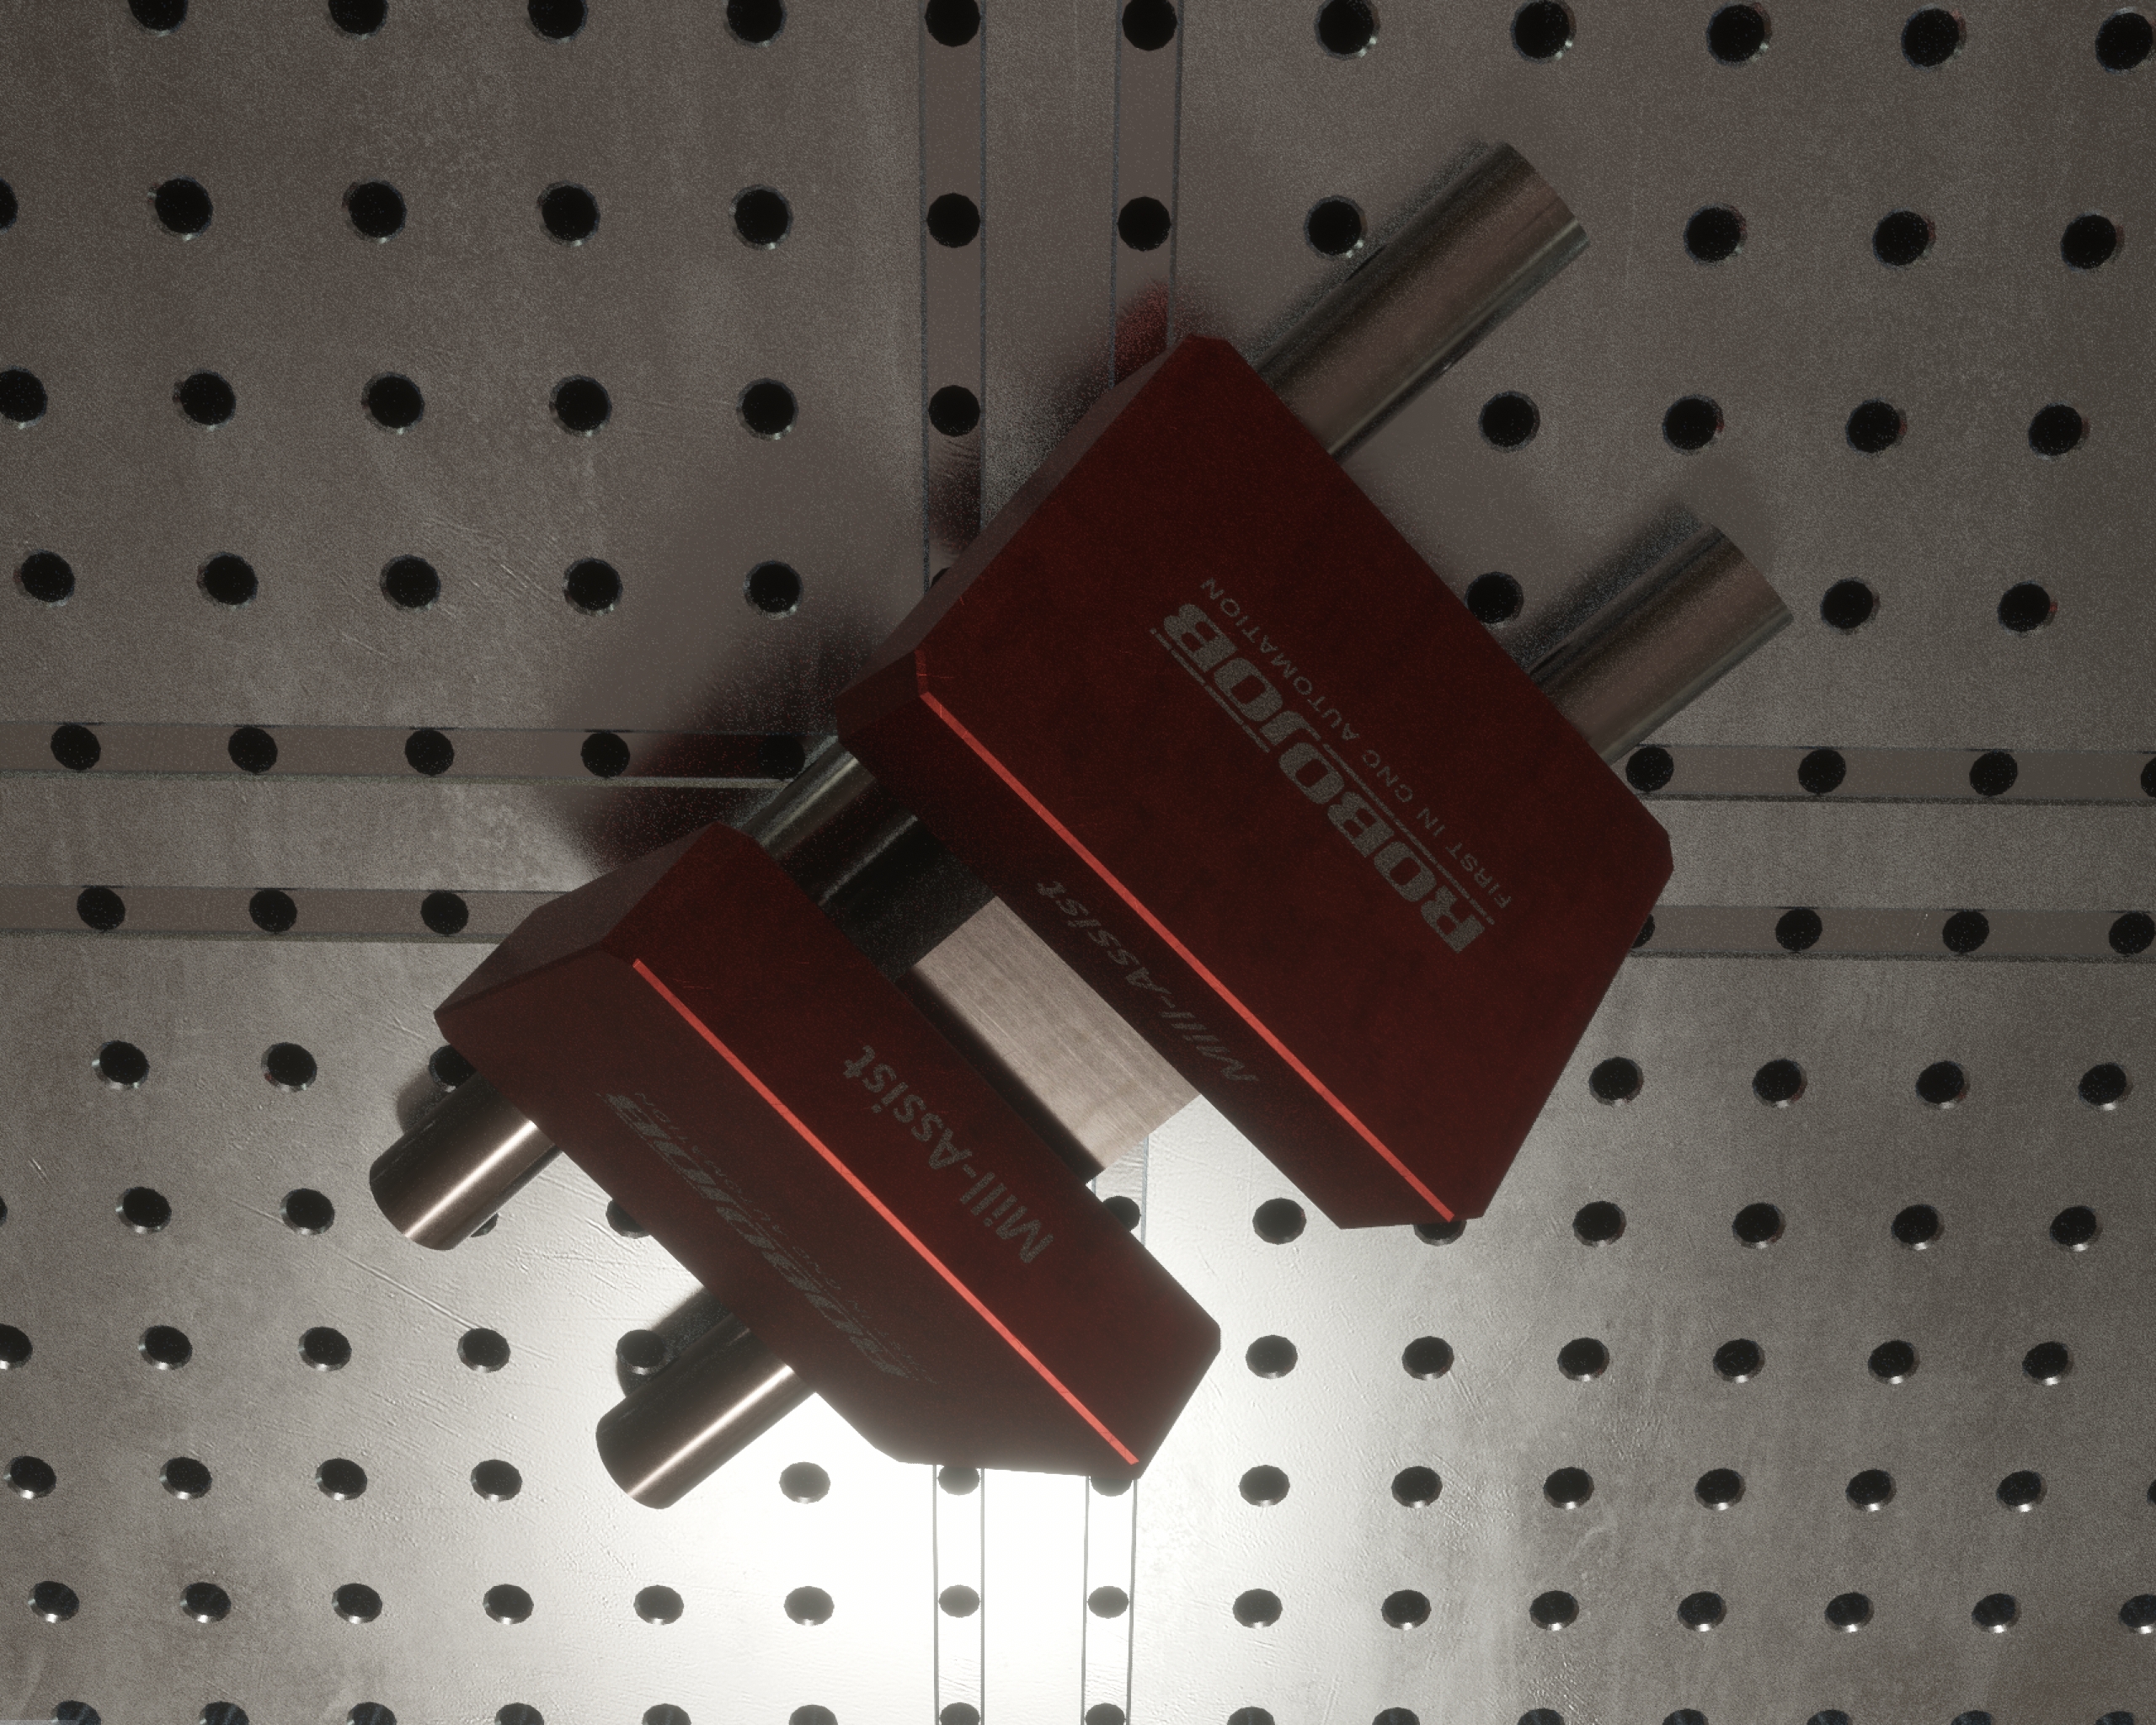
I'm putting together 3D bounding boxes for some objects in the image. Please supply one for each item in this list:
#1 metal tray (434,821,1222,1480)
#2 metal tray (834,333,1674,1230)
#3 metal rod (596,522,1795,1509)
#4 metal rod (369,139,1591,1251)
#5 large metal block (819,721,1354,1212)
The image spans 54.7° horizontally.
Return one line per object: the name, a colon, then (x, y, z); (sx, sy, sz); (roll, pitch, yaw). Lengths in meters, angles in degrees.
metal tray: (-0.046, 0.057, 0.376); (0.130, 0.030, 0.090); (48, 146, -16)
metal tray: (0.035, -0.012, 0.351); (0.130, 0.030, 0.090); (45, 60, -15)
metal rod: (0.015, 0.038, 0.428); (0.300, 0.025, 0.025); (-40, 106, 13)
metal rod: (-0.028, -0.024, 0.404); (0.300, 0.025, 0.025); (-41, 106, 13)
large metal block: (0.001, 0.011, 0.388); (0.080, 0.080, 0.050); (-40, 106, 13)
